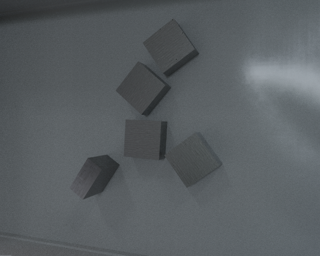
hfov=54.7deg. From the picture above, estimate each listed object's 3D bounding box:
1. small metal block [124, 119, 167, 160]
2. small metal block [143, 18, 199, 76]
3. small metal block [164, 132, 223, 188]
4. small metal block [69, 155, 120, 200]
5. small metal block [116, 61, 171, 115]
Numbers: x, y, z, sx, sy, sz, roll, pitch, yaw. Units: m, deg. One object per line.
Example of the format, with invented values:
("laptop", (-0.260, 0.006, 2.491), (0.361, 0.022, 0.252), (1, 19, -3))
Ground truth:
("small metal block", (-0.019, 0.015, 0.416), (0.050, 0.025, 0.050), (4, 91, 19))
("small metal block", (0.014, -0.104, 0.405), (0.050, 0.025, 0.050), (-35, 79, 16))
("small metal block", (0.043, 0.040, 0.395), (0.050, 0.025, 0.050), (-38, 78, 15))
("small metal block", (-0.089, 0.066, 0.427), (0.025, 0.050, 0.050), (36, 101, 16))
("small metal block", (-0.022, -0.053, 0.417), (0.050, 0.025, 0.050), (43, 103, 14))
